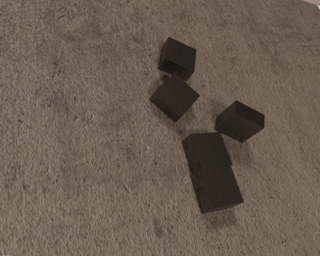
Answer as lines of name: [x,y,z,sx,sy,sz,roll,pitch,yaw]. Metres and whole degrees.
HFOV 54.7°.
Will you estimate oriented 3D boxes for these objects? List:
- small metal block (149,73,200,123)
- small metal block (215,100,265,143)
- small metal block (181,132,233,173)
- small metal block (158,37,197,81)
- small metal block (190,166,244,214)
small metal block: [0.022,-0.044,0.444,0.050,0.025,0.050,42,51,0]
small metal block: [0.117,-0.008,0.458,0.050,0.050,0.025,25,53,-13]
small metal block: [0.063,0.034,0.419,0.050,0.025,0.050,-3,63,-30]
small metal block: [0.028,-0.108,0.487,0.050,0.025,0.050,21,54,-16]
small metal block: [0.073,0.078,0.397,0.050,0.025,0.050,-2,63,-30]
